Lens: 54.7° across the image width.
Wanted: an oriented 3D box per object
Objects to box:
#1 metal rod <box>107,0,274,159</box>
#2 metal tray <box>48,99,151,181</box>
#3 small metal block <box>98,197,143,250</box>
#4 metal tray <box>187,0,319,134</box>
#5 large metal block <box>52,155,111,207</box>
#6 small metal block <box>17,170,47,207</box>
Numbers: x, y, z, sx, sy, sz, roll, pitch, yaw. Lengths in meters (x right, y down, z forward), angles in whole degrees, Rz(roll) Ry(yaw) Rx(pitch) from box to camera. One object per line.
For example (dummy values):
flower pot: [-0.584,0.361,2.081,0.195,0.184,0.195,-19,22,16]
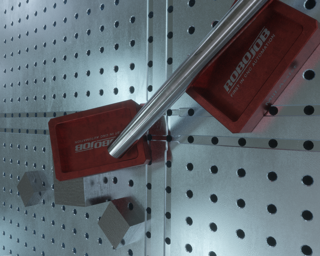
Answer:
metal rod: [0.031,-0.061,0.343,0.299,0.025,0.025,-45,63,30]
metal tray: [-0.086,0.019,0.437,0.131,0.030,0.090,-13,81,9]
small metal block: [-0.060,0.141,0.459,0.050,0.025,0.050,45,117,30]
metal tray: [0.092,-0.070,0.329,0.090,0.030,0.129,46,117,30]
large metal block: [-0.127,0.080,0.498,0.080,0.050,0.080,-8,85,39]
small metal block: [-0.259,0.122,0.624,0.050,0.025,0.050,-51,60,28]
